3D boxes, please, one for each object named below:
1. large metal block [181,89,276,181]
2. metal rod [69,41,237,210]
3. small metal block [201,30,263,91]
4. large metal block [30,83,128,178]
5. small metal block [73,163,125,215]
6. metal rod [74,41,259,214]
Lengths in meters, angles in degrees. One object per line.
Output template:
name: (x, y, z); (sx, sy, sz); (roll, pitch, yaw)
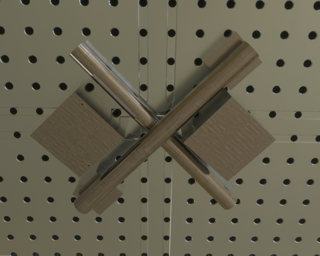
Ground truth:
large metal block: (0.086, 0.008, 0.404); (0.080, 0.050, 0.080); (41, 105, -14)
metal rod: (0.001, 0.007, 0.415); (0.025, 0.025, 0.300); (-41, 105, 13)
small metal block: (0.088, -0.084, 0.384); (0.050, 0.025, 0.050); (-42, 105, 14)
large metal block: (-0.101, 0.002, 0.400); (0.080, 0.050, 0.080); (-41, 105, 13)
small metal block: (-0.087, 0.088, 0.445); (0.050, 0.025, 0.050); (43, 104, -14)
metal rod: (-0.002, 0.009, 0.389); (0.299, 0.025, 0.025); (-43, 105, 14)
